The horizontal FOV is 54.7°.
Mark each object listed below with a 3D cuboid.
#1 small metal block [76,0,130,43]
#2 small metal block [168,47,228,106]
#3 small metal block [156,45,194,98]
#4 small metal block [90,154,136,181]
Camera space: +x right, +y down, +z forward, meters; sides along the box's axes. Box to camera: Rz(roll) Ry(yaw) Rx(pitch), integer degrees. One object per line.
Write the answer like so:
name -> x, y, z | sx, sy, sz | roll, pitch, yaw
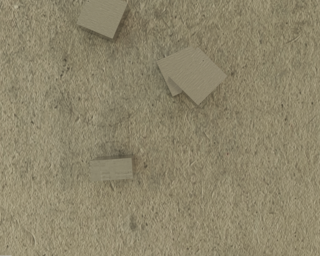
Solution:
small metal block -> -0.074, -0.147, 0.409 | 0.050, 0.025, 0.050 | 23, 90, 0
small metal block -> 0.046, -0.063, 0.385 | 0.050, 0.025, 0.050 | -45, 91, 0
small metal block -> 0.029, -0.074, 0.410 | 0.050, 0.025, 0.050 | -25, 90, 0
small metal block -> -0.058, 0.050, 0.397 | 0.050, 0.050, 0.025 | -4, 90, 0
